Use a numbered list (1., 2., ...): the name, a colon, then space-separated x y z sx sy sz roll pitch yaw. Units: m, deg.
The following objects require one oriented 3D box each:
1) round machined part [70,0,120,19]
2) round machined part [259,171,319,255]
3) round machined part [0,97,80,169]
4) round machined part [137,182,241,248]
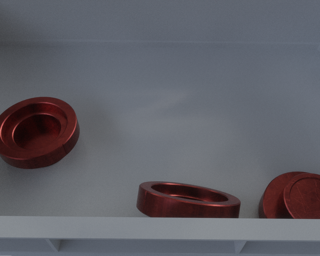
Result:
1. round machined part: -0.130 -0.262 0.615 0.099 0.042 0.098 0 50 0
2. round machined part: 0.158 0.086 0.323 0.099 0.042 0.098 0 50 0
3. round machined part: -0.149 0.010 0.384 0.099 0.042 0.098 0 50 0
4. round machined part: 0.025 0.083 0.301 0.099 0.098 0.042 8 89 6
